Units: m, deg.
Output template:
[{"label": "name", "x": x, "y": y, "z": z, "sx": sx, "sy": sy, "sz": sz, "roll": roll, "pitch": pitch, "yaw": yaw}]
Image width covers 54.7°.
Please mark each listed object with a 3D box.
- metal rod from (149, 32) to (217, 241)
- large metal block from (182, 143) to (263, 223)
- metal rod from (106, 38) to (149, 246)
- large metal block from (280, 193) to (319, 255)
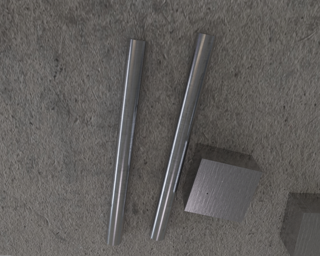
[{"label": "metal rod", "x": 0.026, "y": 0.025, "z": 0.419, "sx": 0.025, "sy": 0.025, "sz": 0.298, "roll": 11, "pitch": 110, "yaw": -4}, {"label": "large metal block", "x": 0.081, "y": 0.074, "z": 0.425, "sx": 0.080, "sy": 0.050, "sz": 0.079, "roll": 13, "pitch": 110, "yaw": -5}, {"label": "metal rod", "x": -0.048, "y": 0.032, "z": 0.421, "sx": 0.025, "sy": 0.025, "sz": 0.298, "roll": 8, "pitch": 110, "yaw": -3}, {"label": "large metal block", "x": 0.230, "y": 0.143, "z": 0.452, "sx": 0.081, "sy": 0.050, "sz": 0.079, "roll": 2, "pitch": 110, "yaw": -1}]
